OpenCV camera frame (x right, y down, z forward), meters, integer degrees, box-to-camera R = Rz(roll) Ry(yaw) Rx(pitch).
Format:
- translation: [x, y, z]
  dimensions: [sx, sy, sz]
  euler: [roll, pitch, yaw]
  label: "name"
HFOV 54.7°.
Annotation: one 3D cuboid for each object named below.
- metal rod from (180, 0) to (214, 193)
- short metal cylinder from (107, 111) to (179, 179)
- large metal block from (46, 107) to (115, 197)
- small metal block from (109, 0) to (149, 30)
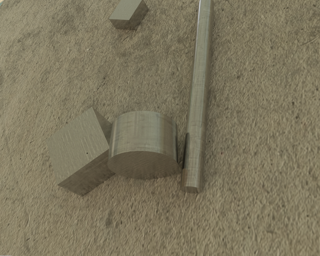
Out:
- translation: [0.053, -0.062, 0.413]
  dimensions: [0.025, 0.025, 0.299]
  euler: [-6, 59, 25]
  label: "metal rod"
- translation: [-0.019, 0.022, 0.365]
  dimensions: [0.080, 0.080, 0.050]
  euler: [-13, 57, 21]
  label: "short metal cylinder"
- translation: [-0.099, 0.032, 0.420]
  dimensions: [0.080, 0.050, 0.080]
  euler: [-35, 51, 5]
  label: "large metal block"
- translation: [-0.056, -0.206, 0.560]
  dimensions: [0.050, 0.025, 0.050]
  euler: [16, 70, 34]
  label: "small metal block"
